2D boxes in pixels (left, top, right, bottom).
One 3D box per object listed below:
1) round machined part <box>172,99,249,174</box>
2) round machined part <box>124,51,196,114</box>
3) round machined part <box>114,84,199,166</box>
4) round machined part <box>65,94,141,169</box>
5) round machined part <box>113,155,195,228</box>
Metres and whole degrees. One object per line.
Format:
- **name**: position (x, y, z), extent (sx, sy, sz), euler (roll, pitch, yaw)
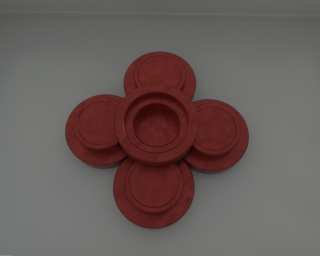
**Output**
- **round machined part**: position (0.065, 0.007, 0.396), extent (0.099, 0.042, 0.098), euler (0, 70, 0)
- **round machined part**: position (0.000, -0.063, 0.420), extent (0.099, 0.042, 0.098), euler (0, 70, 0)
- **round machined part**: position (-0.004, -0.001, 0.376), extent (0.099, 0.042, 0.098), euler (0, 70, 0)
- **round machined part**: position (-0.073, 0.000, 0.397), extent (0.099, 0.042, 0.098), euler (0, 70, 0)
- **round machined part**: position (-0.007, 0.069, 0.373), extent (0.099, 0.042, 0.098), euler (1, 68, -1)
